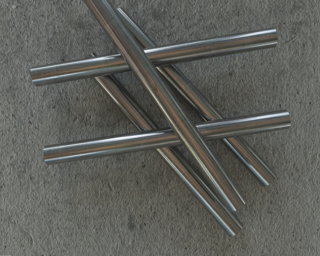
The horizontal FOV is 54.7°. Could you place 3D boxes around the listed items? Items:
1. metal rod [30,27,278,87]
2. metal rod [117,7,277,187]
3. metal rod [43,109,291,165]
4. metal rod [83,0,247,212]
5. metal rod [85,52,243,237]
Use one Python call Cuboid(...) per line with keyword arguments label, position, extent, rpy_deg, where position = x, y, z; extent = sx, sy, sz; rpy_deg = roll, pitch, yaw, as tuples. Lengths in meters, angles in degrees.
Cuboid(label="metal rod", position=(-0.006, -0.089, 0.386), extent=(0.302, 0.025, 0.025), rpy_deg=(-10, 90, -1))
Cuboid(label="metal rod", position=(0.044, -0.040, 0.411), extent=(0.025, 0.025, 0.300), rpy_deg=(-43, 91, 0))
Cuboid(label="metal rod", position=(0.009, 0.011, 0.387), extent=(0.302, 0.025, 0.025), rpy_deg=(-9, 90, -1))
Cuboid(label="metal rod", position=(0.006, -0.032, 0.361), extent=(0.025, 0.025, 0.299), rpy_deg=(-35, 91, 0))
Cuboid(label="metal rod", position=(0.003, 0.022, 0.410), extent=(0.025, 0.025, 0.300), rpy_deg=(-41, 91, 0))
